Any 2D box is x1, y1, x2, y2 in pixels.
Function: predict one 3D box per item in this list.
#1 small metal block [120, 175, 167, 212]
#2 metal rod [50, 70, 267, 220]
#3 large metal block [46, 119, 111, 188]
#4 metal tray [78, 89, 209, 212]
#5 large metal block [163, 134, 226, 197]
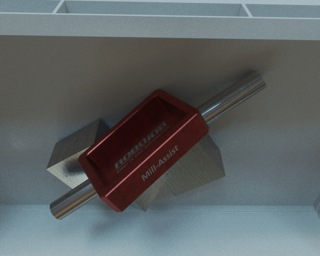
[{"bbox_3d":[-0.028,0.071,0.387,0.050,0.050,0.025,6,143,46],"label":"small metal block"},{"bbox_3d":[-0.007,0.024,0.379,0.300,0.025,0.025,-33,124,7],"label":"metal rod"},{"bbox_3d":[-0.091,0.046,0.426,0.080,0.050,0.080,-27,126,20],"label":"large metal block"},{"bbox_3d":[-0.022,0.019,0.345,0.130,0.090,0.030,-42,126,-8],"label":"metal tray"},{"bbox_3d":[0.032,0.040,0.426,0.080,0.050,0.080,-27,126,20],"label":"large metal block"}]
